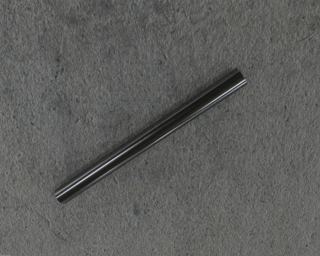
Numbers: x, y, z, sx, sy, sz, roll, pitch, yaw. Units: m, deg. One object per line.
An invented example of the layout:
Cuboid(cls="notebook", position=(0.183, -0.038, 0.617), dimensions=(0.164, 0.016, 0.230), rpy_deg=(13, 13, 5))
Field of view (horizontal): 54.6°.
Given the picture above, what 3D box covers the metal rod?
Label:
Cuboid(cls="metal rod", position=(-0.020, 0.016, 0.417), dimensions=(0.300, 0.025, 0.025), rpy_deg=(-34, 107, 11))
